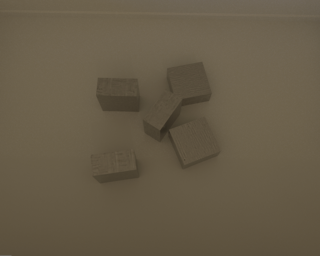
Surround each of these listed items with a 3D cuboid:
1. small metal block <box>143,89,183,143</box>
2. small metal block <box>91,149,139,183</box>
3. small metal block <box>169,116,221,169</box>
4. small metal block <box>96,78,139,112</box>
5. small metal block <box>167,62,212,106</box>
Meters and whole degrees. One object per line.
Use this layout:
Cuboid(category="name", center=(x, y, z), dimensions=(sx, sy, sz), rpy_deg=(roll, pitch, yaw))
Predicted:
Cuboid(category="small metal block", center=(0.004, -0.015, 0.402), dimensions=(0.025, 0.050, 0.050), rpy_deg=(32, 73, 11))
Cuboid(category="small metal block", center=(-0.054, 0.048, 0.378), dimensions=(0.050, 0.050, 0.025), rpy_deg=(-8, 71, -3))
Cuboid(category="small metal block", center=(0.044, 0.020, 0.403), dimensions=(0.050, 0.025, 0.050), rpy_deg=(-20, 72, -8))
Cuboid(category="small metal block", center=(-0.054, -0.043, 0.411), dimensions=(0.050, 0.050, 0.025), rpy_deg=(2, 70, 0))
Cuboid(category="small metal block", center=(0.040, -0.060, 0.432), dimensions=(0.050, 0.025, 0.050), rpy_deg=(-11, 71, -5))
